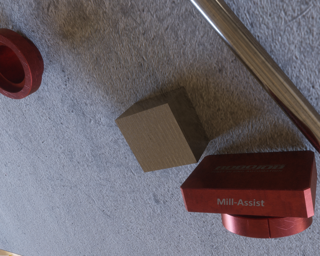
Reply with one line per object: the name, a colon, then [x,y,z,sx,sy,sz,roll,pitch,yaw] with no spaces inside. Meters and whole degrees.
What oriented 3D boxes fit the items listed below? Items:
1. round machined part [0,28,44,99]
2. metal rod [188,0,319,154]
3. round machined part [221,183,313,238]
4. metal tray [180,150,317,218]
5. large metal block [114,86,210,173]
round machined part: [-0.208,-0.094,0.445,0.098,0.042,0.097,13,124,20]
metal rod: [0.101,-0.064,0.313,0.300,0.025,0.025,47,129,-6]
round machined part: [0.118,0.084,0.354,0.098,0.099,0.042,-6,95,30]
metal tray: [0.100,0.059,0.345,0.130,0.090,0.030,-6,107,30]
large metal block: [0.004,0.004,0.390,0.080,0.050,0.080,-16,111,34]
